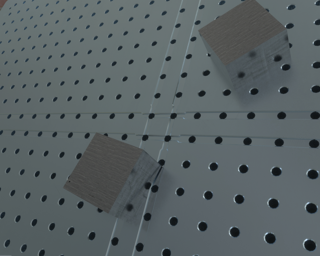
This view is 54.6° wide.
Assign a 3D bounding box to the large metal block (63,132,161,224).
[{"bbox_3d":[-0.059,0.061,0.387,0.080,0.050,0.080,17,70,34],"label":"large metal block"}]

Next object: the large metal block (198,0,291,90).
[{"bbox_3d":[0.108,-0.110,0.404,0.080,0.050,0.080,-31,52,8],"label":"large metal block"}]
